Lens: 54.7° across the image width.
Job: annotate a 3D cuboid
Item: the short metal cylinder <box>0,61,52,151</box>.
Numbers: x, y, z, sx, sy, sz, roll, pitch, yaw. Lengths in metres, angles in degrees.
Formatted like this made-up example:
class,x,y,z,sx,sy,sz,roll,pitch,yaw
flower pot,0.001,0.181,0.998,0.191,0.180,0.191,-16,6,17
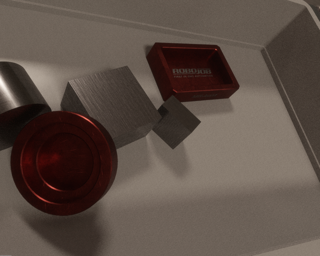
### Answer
class,x,y,z,sx,sy,sz,roll,pitch,yaw
short metal cylinder,-0.155,-0.018,0.299,0.081,0.080,0.050,-28,78,-38

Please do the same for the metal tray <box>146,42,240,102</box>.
class,x,y,z,sx,sy,sz,roll,pitch,yaw
metal tray,0.053,-0.088,0.486,0.131,0.030,0.090,-8,66,-32

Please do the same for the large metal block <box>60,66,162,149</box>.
class,x,y,z,sx,sy,sz,roll,pitch,yaw
large metal block,-0.059,-0.020,0.371,0.081,0.050,0.080,-24,75,-37

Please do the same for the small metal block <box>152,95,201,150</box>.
class,x,y,z,sx,sy,sz,roll,pitch,yaw
small metal block,0.017,-0.007,0.404,0.050,0.050,0.025,44,51,1

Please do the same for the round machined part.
class,x,y,z,sx,sy,sz,roll,pitch,yaw
round machined part,-0.090,0.032,0.306,0.099,0.042,0.097,0,91,7
